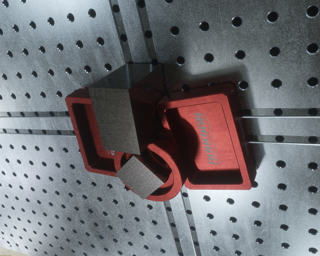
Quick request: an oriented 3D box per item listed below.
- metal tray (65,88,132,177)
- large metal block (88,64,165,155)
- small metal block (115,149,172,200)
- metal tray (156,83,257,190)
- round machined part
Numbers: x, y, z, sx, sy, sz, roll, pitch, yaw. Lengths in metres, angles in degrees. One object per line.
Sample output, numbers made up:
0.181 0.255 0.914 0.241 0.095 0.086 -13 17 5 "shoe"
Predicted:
-0.078 0.010 0.450 0.090 0.030 0.129 6 121 25 "metal tray"
-0.033 -0.026 0.372 0.050 0.080 0.079 6 121 25 "large metal block"
-0.022 0.058 0.399 0.050 0.025 0.050 43 129 -2 "small metal block"
0.059 0.016 0.381 0.090 0.030 0.129 -7 115 31 "metal tray"
-0.009 0.047 0.417 0.098 0.042 0.097 13 124 21 "round machined part"
